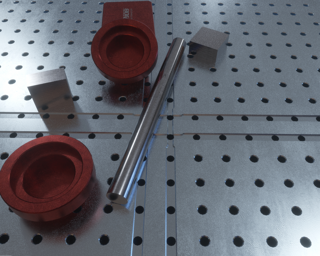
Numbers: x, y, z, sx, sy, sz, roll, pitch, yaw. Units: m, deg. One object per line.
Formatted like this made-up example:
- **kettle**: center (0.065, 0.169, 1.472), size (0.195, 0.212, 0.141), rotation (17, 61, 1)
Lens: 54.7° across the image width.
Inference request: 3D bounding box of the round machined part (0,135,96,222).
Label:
- **round machined part**: center (-0.121, 0.058, 0.347), size (0.099, 0.042, 0.098), rotation (0, 50, 0)

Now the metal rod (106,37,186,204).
- **metal rod**: center (-0.007, -0.033, 0.434), size (0.025, 0.025, 0.300), rotation (12, 51, 10)

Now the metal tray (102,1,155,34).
- **metal tray**: center (-0.056, -0.181, 0.556), size (0.091, 0.030, 0.130), rotation (-3, 50, -3)

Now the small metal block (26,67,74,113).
- **small metal block**: center (-0.153, -0.053, 0.435), size (0.050, 0.050, 0.025), rotation (-14, 52, -12)

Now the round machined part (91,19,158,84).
- **round machined part**: center (-0.052, -0.113, 0.475), size (0.099, 0.042, 0.098), rotation (0, 77, 0)

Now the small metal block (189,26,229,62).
- **small metal block**: center (0.084, -0.144, 0.529), size (0.050, 0.025, 0.050), rotation (24, 54, 18)
